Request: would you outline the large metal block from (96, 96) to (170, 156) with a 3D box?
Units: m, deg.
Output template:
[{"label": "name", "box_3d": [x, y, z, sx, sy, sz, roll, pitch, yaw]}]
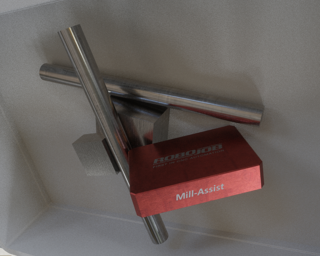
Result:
[{"label": "large metal block", "box_3d": [-0.036, 0.005, 0.412, 0.080, 0.050, 0.079, 17, 125, 18]}]

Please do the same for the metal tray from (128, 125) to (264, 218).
[{"label": "metal tray", "box_3d": [0.033, 0.042, 0.338, 0.131, 0.090, 0.030, -13, 116, -1]}]

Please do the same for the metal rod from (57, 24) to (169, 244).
[{"label": "metal rod", "box_3d": [-0.048, 0.024, 0.381, 0.025, 0.025, 0.298, -7, 115, 31]}]

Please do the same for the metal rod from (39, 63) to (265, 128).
[{"label": "metal rod", "box_3d": [-0.025, -0.046, 0.391, 0.301, 0.025, 0.025, 14, 124, 20]}]

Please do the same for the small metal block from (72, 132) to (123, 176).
[{"label": "small metal block", "box_3d": [-0.078, 0.034, 0.403, 0.050, 0.025, 0.050, -7, 115, 30]}]
